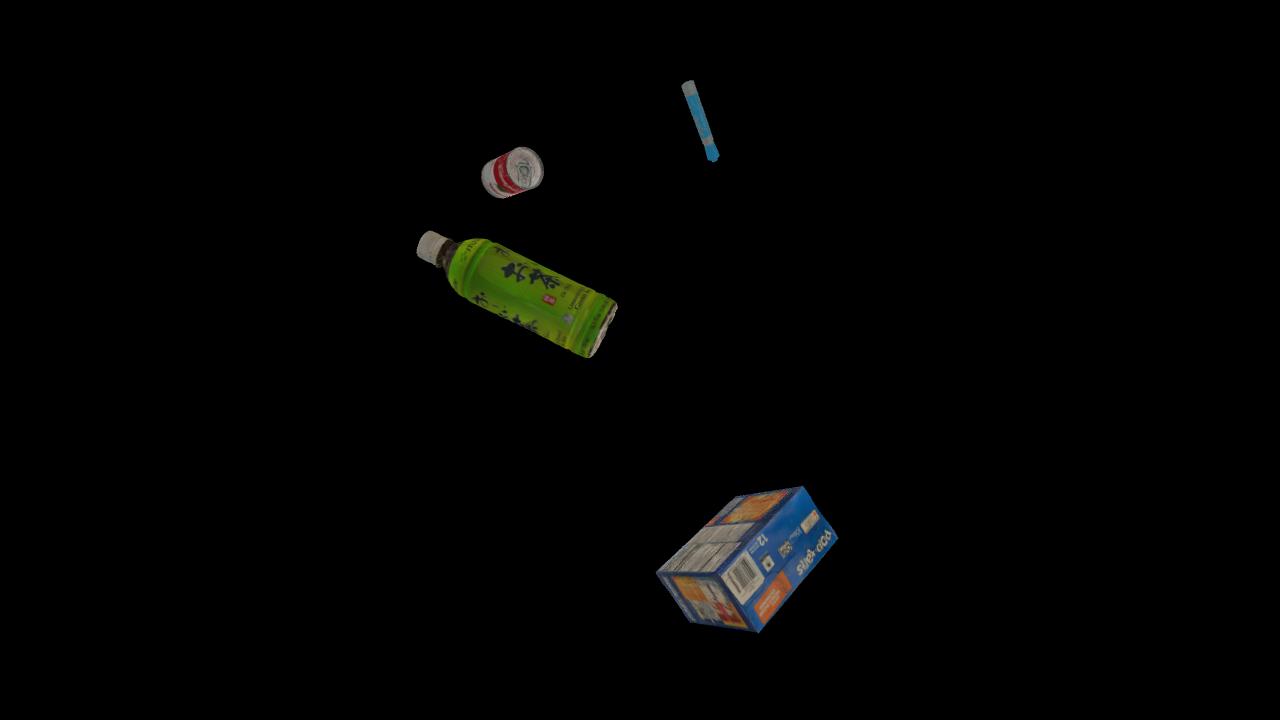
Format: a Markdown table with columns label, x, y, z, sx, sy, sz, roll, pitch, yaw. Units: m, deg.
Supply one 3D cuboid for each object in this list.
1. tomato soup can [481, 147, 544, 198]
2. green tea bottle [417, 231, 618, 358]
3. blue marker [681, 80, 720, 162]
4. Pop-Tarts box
| label | x | y | z | sx | sy | sz | roll | pitch | yaw |
| --- | --- | --- | --- | --- | --- | --- | --- | --- | --- |
| tomato soup can | -0.214 | -0.310 | 1.023 | 0.068 | 0.068 | 0.101 | 0 | 3 | -39 |
| green tea bottle | -0.131 | -0.075 | 0.644 | 0.212 | 0.073 | 0.073 | 25 | 1 | 1 |
| blue marker | 0.089 | -0.343 | 0.892 | 0.020 | 0.121 | 0.020 | -18 | 38 | 15 |
| Pop-Tarts box | 0.130 | 0.241 | 0.757 | 0.167 | 0.083 | 0.141 | -33 | 2 | -33 |
